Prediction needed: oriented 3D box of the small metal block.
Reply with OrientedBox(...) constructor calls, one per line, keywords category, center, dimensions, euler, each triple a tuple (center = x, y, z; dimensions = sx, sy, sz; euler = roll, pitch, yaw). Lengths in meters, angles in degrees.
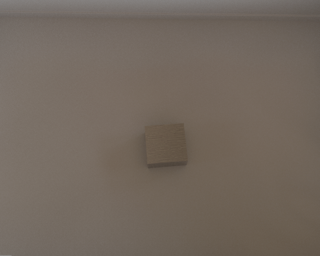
OrientedBox(category="small metal block", center=(0.007, 0.023, 0.401), dimensions=(0.050, 0.025, 0.050), euler=(-4, 70, -2))
